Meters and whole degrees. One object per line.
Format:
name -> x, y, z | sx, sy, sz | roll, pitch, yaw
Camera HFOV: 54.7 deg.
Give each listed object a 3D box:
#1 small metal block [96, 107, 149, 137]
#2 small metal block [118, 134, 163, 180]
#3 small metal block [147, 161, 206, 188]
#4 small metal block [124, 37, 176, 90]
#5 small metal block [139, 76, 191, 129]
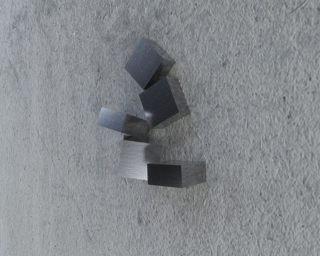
small metal block -> -0.049, -0.006, 0.427 | 0.050, 0.050, 0.025 | 15, 88, 39
small metal block -> -0.026, 0.039, 0.406 | 0.025, 0.050, 0.050 | -108, 28, -75
small metal block -> 0.020, 0.054, 0.372 | 0.050, 0.050, 0.025 | -3, 88, 40
small metal block -> -0.015, -0.085, 0.417 | 0.050, 0.025, 0.050 | 51, 120, 28
small metal block -> 0.005, -0.032, 0.401 | 0.050, 0.025, 0.050 | -30, 72, 36
